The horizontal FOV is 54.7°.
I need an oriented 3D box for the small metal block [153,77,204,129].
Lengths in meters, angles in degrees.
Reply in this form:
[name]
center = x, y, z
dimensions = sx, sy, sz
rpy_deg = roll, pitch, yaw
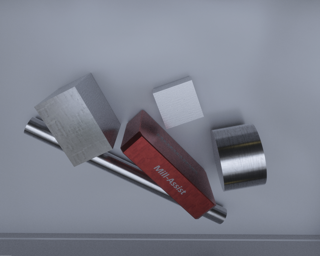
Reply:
[small metal block]
center = 0.023, -0.033, 0.397
dimensions = 0.050, 0.025, 0.050
rpy_deg = -19, 109, 6

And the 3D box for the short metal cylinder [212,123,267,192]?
[short metal cylinder]
center = 0.098, 0.037, 0.395
dimensions = 0.050, 0.080, 0.079
rpy_deg = -11, 110, 4

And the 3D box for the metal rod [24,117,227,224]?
[metal rod]
center = -0.040, 0.063, 0.433
dimensions = 0.301, 0.025, 0.025
rpy_deg = 27, 108, -10

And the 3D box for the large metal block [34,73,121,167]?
[large metal block]
center = -0.093, -0.013, 0.374
dimensions = 0.050, 0.080, 0.080
rpy_deg = -25, 109, 8

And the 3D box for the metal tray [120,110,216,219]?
[metal tray]
center = 0.011, 0.043, 0.390
dimensions = 0.030, 0.090, 0.130
rpy_deg = -42, 105, 13
